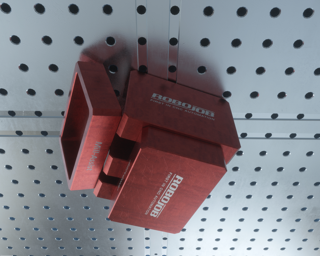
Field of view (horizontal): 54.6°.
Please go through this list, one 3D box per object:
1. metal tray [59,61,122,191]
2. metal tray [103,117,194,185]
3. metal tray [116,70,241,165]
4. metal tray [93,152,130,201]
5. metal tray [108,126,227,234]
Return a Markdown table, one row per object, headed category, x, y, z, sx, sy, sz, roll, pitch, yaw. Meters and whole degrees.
| category | x | y | z | sx | sy | sz | roll | pitch | yaw |
| --- | --- | --- | --- | --- | --- | --- | --- | --- | --- |
| metal tray | -0.087 | 0.000 | 0.364 | 0.030 | 0.090 | 0.129 | 1 | 134 | -30 |
| metal tray | 0.000 | 0.029 | 0.392 | 0.131 | 0.090 | 0.030 | 15 | 127 | -14 |
| metal tray | 0.021 | -0.013 | 0.356 | 0.131 | 0.090 | 0.030 | 16 | 129 | -13 |
| metal tray | -0.017 | 0.062 | 0.421 | 0.131 | 0.090 | 0.030 | 16 | 128 | -14 |
| metal tray | 0.003 | 0.064 | 0.343 | 0.091 | 0.030 | 0.129 | 16 | 128 | -13 |
